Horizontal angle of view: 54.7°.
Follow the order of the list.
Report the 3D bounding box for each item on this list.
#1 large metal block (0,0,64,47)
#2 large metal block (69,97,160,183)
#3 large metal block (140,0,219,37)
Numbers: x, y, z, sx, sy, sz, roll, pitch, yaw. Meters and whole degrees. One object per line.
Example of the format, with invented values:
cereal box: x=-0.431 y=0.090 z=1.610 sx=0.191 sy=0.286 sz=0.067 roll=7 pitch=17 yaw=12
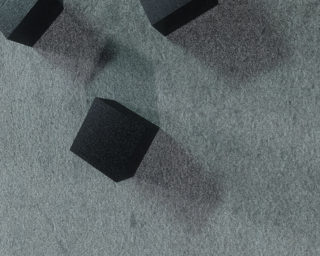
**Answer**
large metal block: x=-0.209 y=-0.184 z=0.467 sx=0.080 sy=0.050 sz=0.080 roll=-43 pitch=77 yaw=14
large metal block: x=-0.060 y=0.014 z=0.416 sx=0.080 sy=0.050 sz=0.080 roll=31 pitch=100 yaw=17
large metal block: x=0.016 y=-0.176 z=0.389 sx=0.080 sy=0.050 sz=0.080 roll=-27 pitch=81 yaw=17
